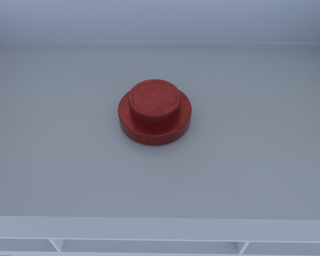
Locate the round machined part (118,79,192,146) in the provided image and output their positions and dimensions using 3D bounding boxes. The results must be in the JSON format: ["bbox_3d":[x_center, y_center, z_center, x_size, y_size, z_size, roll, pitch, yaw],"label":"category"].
[{"bbox_3d":[-0.007,-0.028,0.414,0.099,0.042,0.098,0,50,0],"label":"round machined part"}]
